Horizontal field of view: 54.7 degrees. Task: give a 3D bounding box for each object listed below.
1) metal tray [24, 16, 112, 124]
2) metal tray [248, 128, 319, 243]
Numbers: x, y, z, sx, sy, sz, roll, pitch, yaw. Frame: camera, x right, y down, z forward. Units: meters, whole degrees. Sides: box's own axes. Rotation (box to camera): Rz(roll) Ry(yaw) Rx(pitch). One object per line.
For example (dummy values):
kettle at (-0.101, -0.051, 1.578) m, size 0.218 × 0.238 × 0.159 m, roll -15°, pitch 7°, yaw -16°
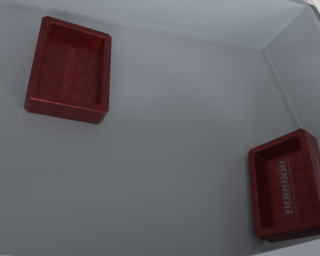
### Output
metal tray at (-0.110, -0.074, 0.388) m, size 0.091 × 0.030 × 0.130 m, roll 11°, pitch 57°, yaw -23°
metal tray at (0.165, 0.074, 0.405) m, size 0.030 × 0.090 × 0.130 m, roll 30°, pitch 49°, yaw -29°
